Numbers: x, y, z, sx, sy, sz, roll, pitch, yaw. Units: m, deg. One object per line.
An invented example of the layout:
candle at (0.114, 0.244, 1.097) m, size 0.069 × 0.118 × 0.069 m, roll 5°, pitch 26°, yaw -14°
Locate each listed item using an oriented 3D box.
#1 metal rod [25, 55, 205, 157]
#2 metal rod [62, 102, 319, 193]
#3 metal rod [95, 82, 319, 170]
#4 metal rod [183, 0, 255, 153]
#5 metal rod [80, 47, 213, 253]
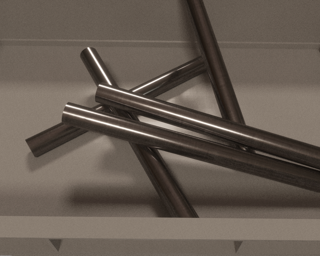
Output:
metal rod at (-0.039, -0.043, 0.440) m, size 0.302 × 0.025 × 0.025 m, roll -29°, pitch 56°, yaw -23°
metal rod at (0.042, 0.023, 0.348) m, size 0.302 × 0.025 × 0.025 m, roll 15°, pitch 51°, yaw -3°
metal rod at (0.071, 0.001, 0.361) m, size 0.301 × 0.025 × 0.025 m, roll 17°, pitch 52°, yaw 5°
metal rod at (0.066, -0.105, 0.411) m, size 0.025 × 0.025 × 0.299 m, roll -13°, pitch 77°, yaw -11°
metal rod at (-0.030, 0.006, 0.376) m, size 0.025 × 0.025 × 0.299 m, roll -23°, pitch 61°, yaw -18°
